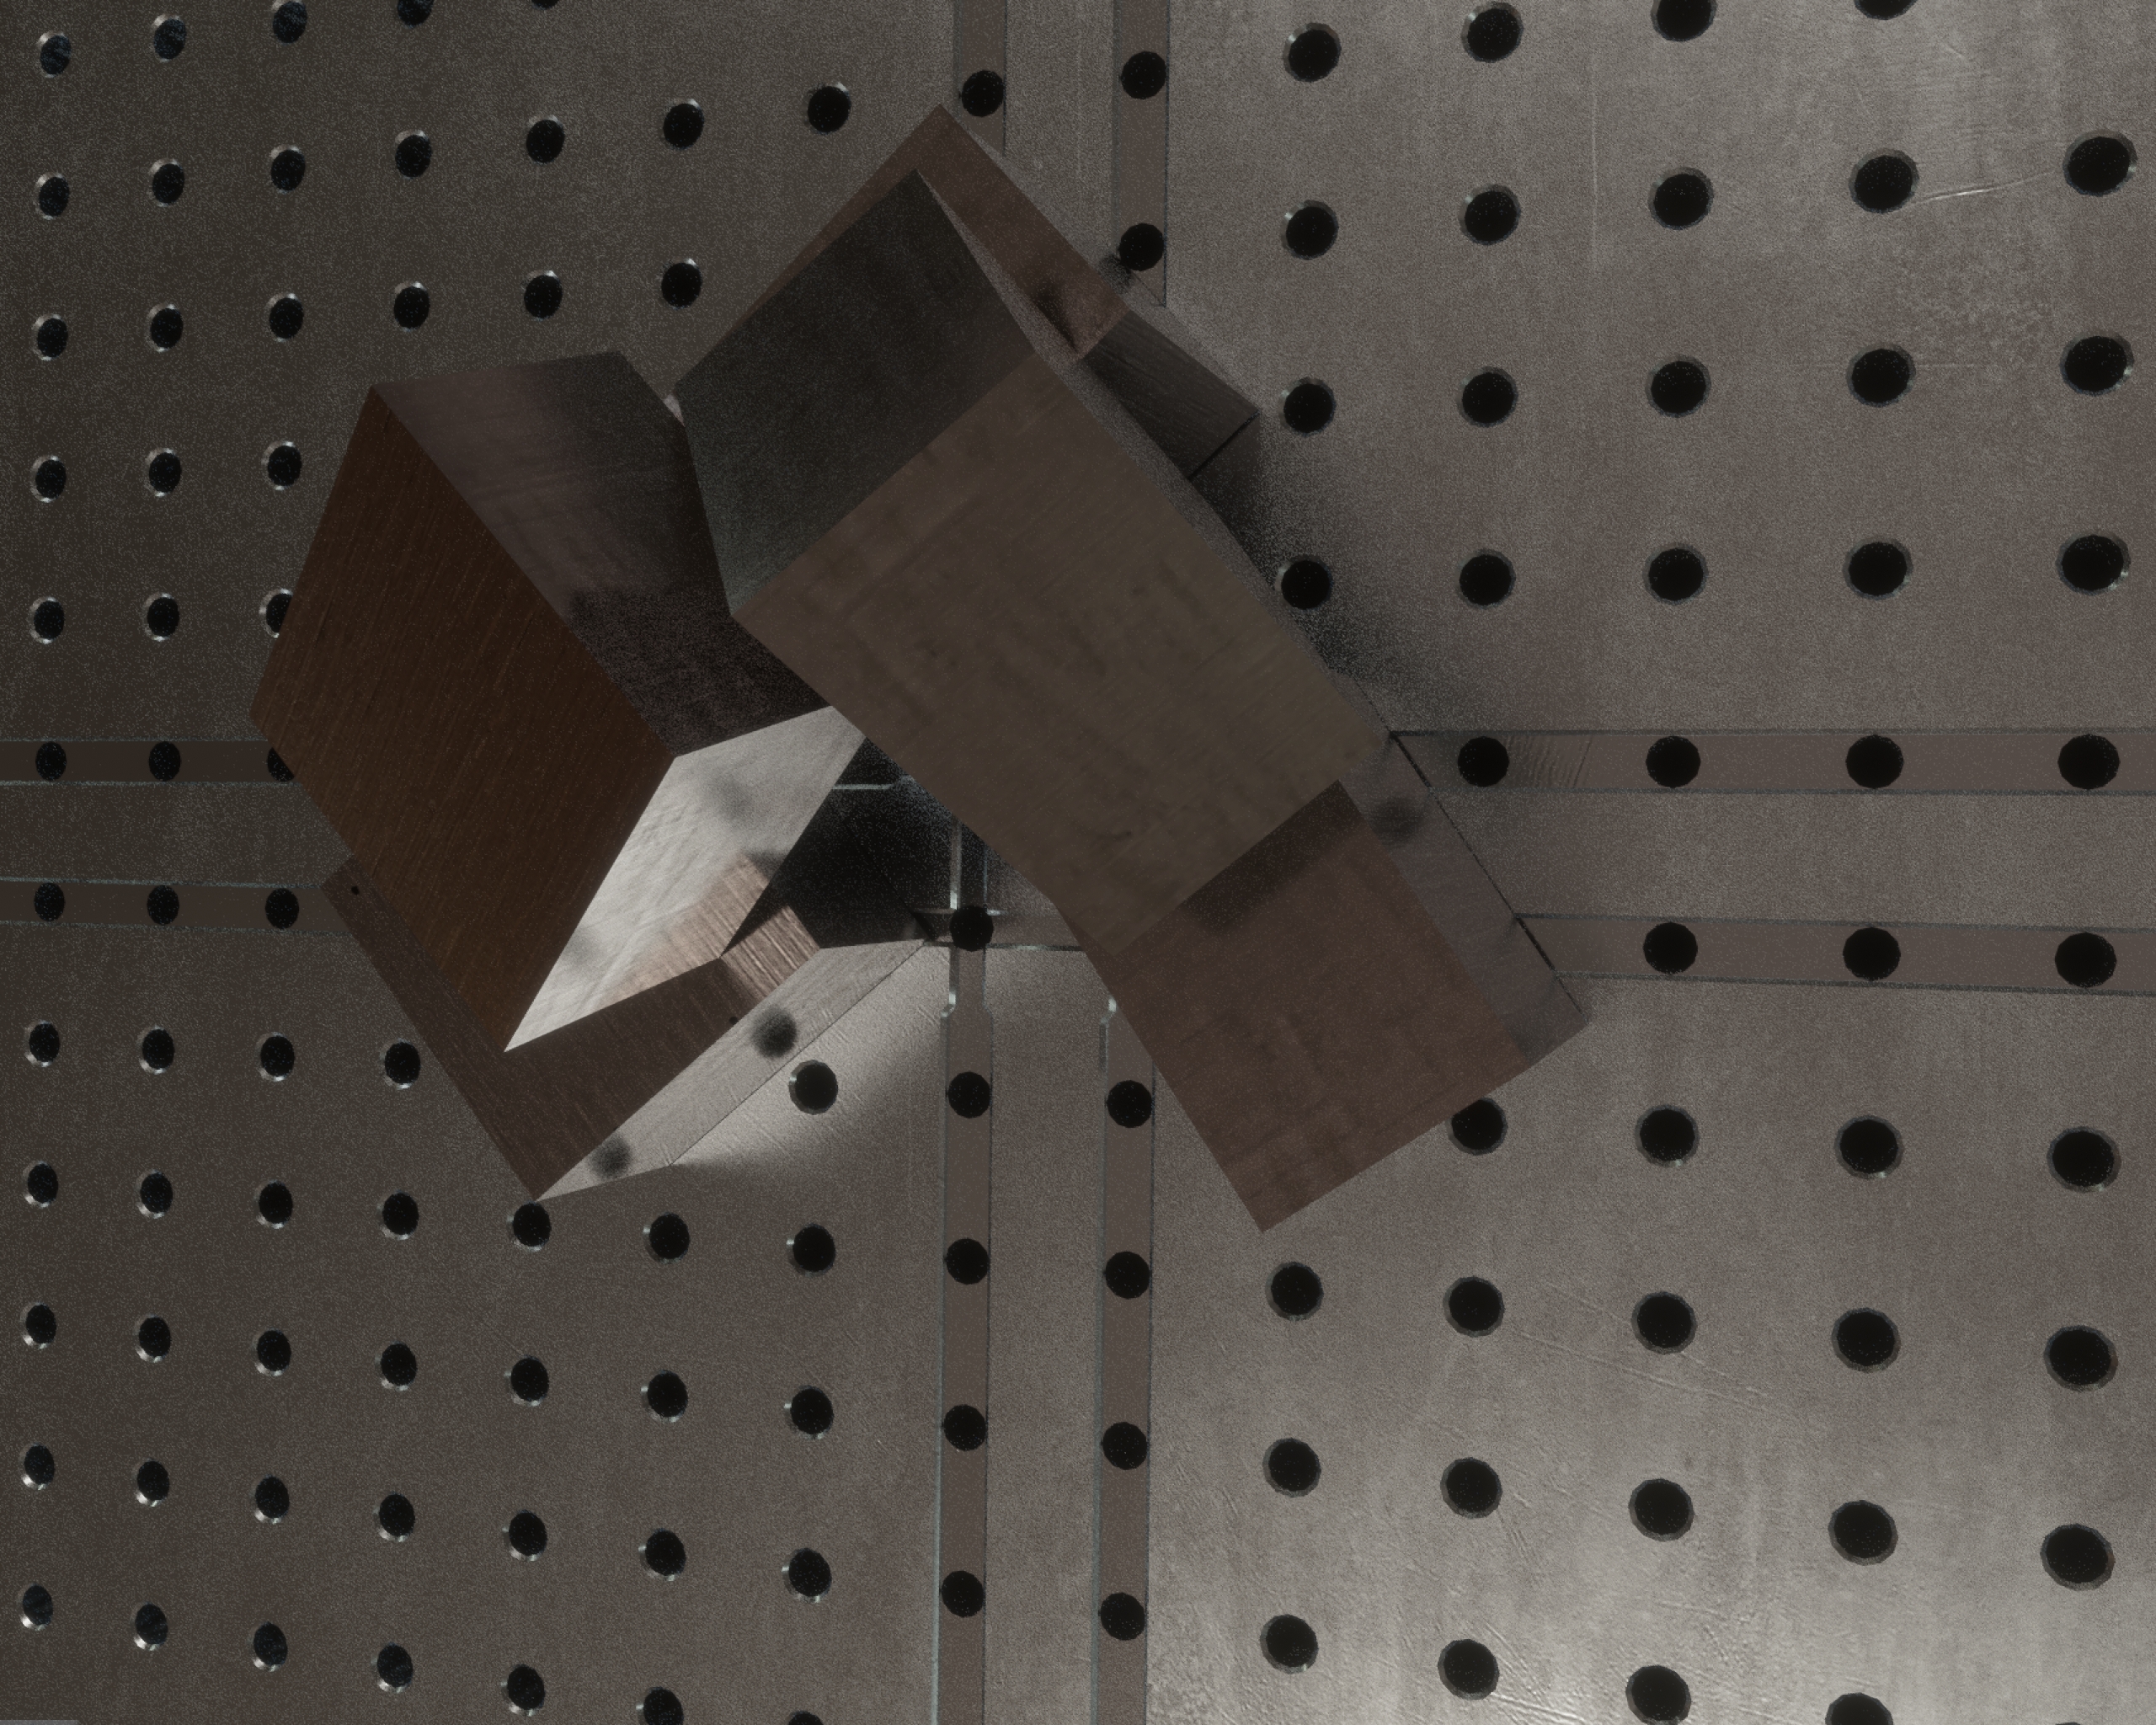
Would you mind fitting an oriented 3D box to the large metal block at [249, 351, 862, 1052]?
[{"bbox_3d":[-0.089,-0.028,0.360,0.080,0.050,0.080,49,130,13],"label":"large metal block"}]

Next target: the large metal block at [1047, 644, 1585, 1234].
[{"bbox_3d":[0.041,0.011,0.367,0.050,0.080,0.080,-35,79,16],"label":"large metal block"}]

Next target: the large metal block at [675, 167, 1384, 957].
[{"bbox_3d":[-0.010,-0.046,0.311,0.050,0.080,0.080,-39,35,11],"label":"large metal block"}]

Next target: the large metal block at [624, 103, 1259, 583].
[{"bbox_3d":[-0.022,-0.082,0.389,0.080,0.080,0.050,-43,77,15],"label":"large metal block"}]

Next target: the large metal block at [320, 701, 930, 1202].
[{"bbox_3d":[-0.093,0.010,0.430,0.080,0.050,0.080,-41,78,15],"label":"large metal block"}]
